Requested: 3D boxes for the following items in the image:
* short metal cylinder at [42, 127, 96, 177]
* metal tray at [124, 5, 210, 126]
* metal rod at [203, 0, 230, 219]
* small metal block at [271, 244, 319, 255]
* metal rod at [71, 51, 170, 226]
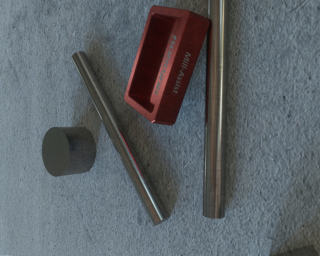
[{"bbox_3d":[-0.152,0.038,0.514,0.080,0.050,0.079,0,90,40],"label":"short metal cylinder"},{"bbox_3d":[0.003,-0.079,0.382,0.090,0.030,0.129,38,115,52],"label":"metal tray"},{"bbox_3d":[0.064,-0.049,0.351,0.025,0.025,0.298,2,91,40],"label":"metal rod"},{"bbox_3d":[0.119,0.135,0.290,0.050,0.050,0.025,-35,69,34],"label":"small metal block"},{"bbox_3d":[-0.067,0.001,0.459,0.025,0.025,0.299,-44,64,31],"label":"metal rod"}]
